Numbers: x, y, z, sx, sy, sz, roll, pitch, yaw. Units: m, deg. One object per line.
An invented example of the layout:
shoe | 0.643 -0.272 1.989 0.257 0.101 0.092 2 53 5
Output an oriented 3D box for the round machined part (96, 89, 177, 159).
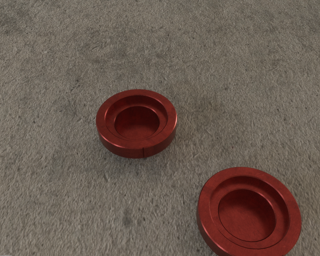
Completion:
round machined part | -0.029 -0.001 0.393 0.099 0.042 0.098 0 50 0

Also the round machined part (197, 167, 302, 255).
round machined part | 0.086 0.092 0.315 0.099 0.042 0.098 0 50 0
